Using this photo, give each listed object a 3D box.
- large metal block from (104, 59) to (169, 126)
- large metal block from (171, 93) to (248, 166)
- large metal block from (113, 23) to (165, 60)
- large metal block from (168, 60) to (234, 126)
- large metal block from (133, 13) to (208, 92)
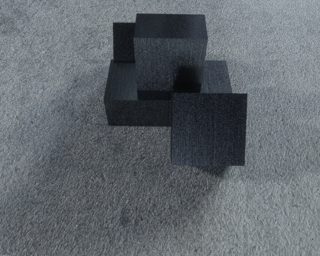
[{"bbox_3d":[-0.029,-0.049,0.427,0.081,0.050,0.080,1,50,0],"label":"large metal block"},{"bbox_3d":[0.054,-0.001,0.362,0.081,0.079,0.050,1,6,0],"label":"large metal block"},{"bbox_3d":[-0.024,-0.124,0.465,0.081,0.050,0.080,0,6,0],"label":"large metal block"},{"bbox_3d":[0.052,-0.049,0.428,0.081,0.050,0.080,1,50,0],"label":"large metal block"},{"bbox_3d":[0.012,-0.090,0.381,0.081,0.080,0.050,1,50,0],"label":"large metal block"}]
